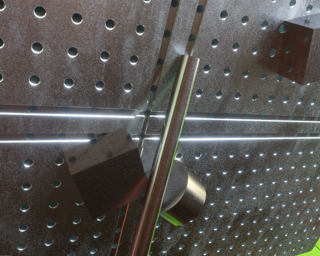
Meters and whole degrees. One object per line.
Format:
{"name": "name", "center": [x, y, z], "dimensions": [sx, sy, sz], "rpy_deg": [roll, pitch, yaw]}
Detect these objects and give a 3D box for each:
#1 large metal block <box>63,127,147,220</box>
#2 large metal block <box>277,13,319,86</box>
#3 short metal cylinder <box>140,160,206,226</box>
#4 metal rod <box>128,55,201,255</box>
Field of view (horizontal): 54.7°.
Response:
{"name": "large metal block", "center": [-0.066, 0.057, 0.394], "dimensions": [0.081, 0.050, 0.080], "rpy_deg": [-22, 127, -15]}
{"name": "large metal block", "center": [0.223, -0.116, 0.445], "dimensions": [0.081, 0.050, 0.079], "rpy_deg": [-18, 126, -18]}
{"name": "short metal cylinder", "center": [0.018, 0.091, 0.442], "dimensions": [0.080, 0.080, 0.050], "rpy_deg": [-44, 129, 2]}
{"name": "metal rod", "center": [0.000, 0.058, 0.391], "dimensions": [0.025, 0.025, 0.298], "rpy_deg": [12, 95, -33]}
